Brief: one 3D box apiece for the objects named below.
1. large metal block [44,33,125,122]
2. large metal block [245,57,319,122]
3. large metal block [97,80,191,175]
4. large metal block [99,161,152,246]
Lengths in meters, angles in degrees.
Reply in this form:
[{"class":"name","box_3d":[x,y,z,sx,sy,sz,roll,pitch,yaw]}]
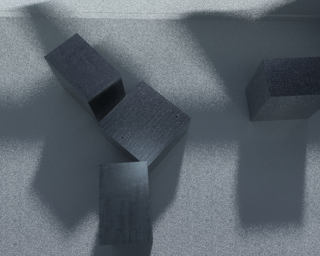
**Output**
[{"class":"large metal block","box_3d":[-0.092,-0.060,0.401,0.050,0.080,0.080,-43,76,-14]},{"class":"large metal block","box_3d":[0.164,-0.047,0.400,0.081,0.080,0.050,-3,70,-2]},{"class":"large metal block","box_3d":[-0.019,0.001,0.396,0.080,0.050,0.080,39,74,13]},{"class":"large metal block","box_3d":[-0.036,0.087,0.348,0.050,0.080,0.080,-4,70,-2]}]
